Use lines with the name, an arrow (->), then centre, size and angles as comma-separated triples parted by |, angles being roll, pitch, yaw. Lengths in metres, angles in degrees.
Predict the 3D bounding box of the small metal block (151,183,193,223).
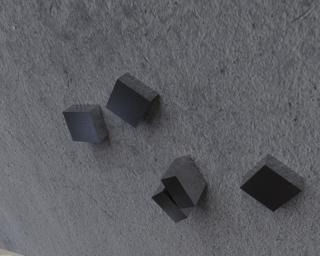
small metal block -> 0.023, 0.095, 0.438 | 0.050, 0.050, 0.025 | 48, 129, -5

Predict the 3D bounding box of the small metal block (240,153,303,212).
small metal block -> 0.135, 0.067, 0.377 | 0.050, 0.025, 0.050 | 36, 129, 4

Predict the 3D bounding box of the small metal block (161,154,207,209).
small metal block -> 0.033, 0.072, 0.418 | 0.025, 0.050, 0.050 | -22, 107, 36

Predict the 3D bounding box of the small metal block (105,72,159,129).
small metal block -> -0.037, -0.036, 0.404 | 0.050, 0.025, 0.050 | 35, 129, 5

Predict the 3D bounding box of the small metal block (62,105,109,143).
small metal block -> -0.110, -0.007, 0.461 | 0.050, 0.025, 0.050 | 2, 120, 27
